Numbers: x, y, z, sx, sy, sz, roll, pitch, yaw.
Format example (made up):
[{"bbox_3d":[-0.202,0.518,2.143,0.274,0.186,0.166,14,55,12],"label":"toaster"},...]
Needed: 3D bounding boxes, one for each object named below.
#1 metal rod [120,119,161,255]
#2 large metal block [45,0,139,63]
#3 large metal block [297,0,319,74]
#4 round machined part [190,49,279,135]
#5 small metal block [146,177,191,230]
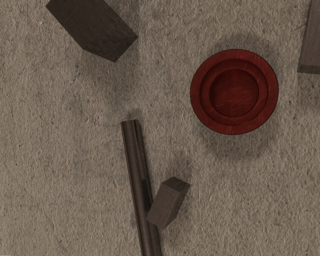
[{"bbox_3d":[-0.017,0.137,0.414,0.025,0.025,0.298,-11,87,19],"label":"metal rod"},{"bbox_3d":[-0.087,-0.140,0.409,0.050,0.080,0.080,-45,77,14],"label":"large metal block"},{"bbox_3d":[0.197,-0.098,0.327,0.080,0.050,0.079,10,93,19],"label":"large metal block"},{"bbox_3d":[0.088,-0.041,0.369,0.098,0.042,0.097,0,90,19],"label":"round machined part"},{"bbox_3d":[0.012,0.093,0.391,0.025,0.050,0.050,25,98,18],"label":"small metal block"}]
